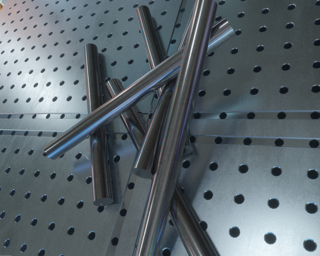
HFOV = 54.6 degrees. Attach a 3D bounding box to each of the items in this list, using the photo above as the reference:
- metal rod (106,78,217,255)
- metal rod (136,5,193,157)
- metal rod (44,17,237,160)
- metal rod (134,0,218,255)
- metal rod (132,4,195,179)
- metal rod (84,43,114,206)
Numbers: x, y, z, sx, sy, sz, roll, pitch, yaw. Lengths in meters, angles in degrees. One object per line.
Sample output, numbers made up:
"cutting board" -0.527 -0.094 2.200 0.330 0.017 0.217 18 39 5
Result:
"metal rod" -0.014 0.033 0.396 0.025 0.025 0.300 -35 51 5
"metal rod" -0.001 -0.089 0.464 0.025 0.025 0.300 -24 53 14
"metal rod" -0.039 -0.041 0.404 0.300 0.025 0.025 -32 51 19
"metal rod" 0.017 0.007 0.335 0.025 0.025 0.299 11 85 33
"metal rod" 0.024 -0.072 0.416 0.025 0.025 0.300 0 54 28
"metal rod" -0.099 -0.025 0.476 0.025 0.025 0.300 -23 53 14
